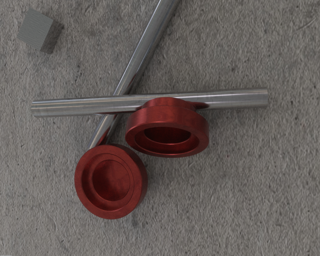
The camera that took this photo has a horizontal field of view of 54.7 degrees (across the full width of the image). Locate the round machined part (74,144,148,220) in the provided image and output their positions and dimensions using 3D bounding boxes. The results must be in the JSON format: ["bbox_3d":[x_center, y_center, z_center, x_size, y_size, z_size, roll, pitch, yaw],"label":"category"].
[{"bbox_3d":[-0.062,0.069,0.420,0.098,0.042,0.097,1,93,18],"label":"round machined part"}]

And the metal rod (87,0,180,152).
[{"bbox_3d":[-0.023,-0.100,0.417,0.025,0.025,0.299,31,100,17],"label":"metal rod"}]

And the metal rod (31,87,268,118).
[{"bbox_3d":[-0.022,-0.031,0.395,0.301,0.025,0.025,-2,89,12],"label":"metal rod"}]

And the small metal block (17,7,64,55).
[{"bbox_3d":[-0.183,-0.148,0.473,0.050,0.025,0.050,31,100,17],"label":"small metal block"}]

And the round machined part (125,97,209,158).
[{"bbox_3d":[0.010,-0.002,0.374,0.098,0.098,0.042,-7,60,20],"label":"round machined part"}]
